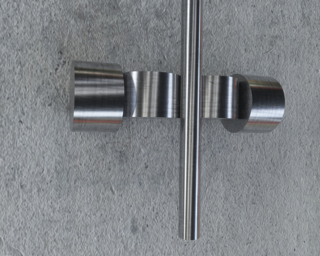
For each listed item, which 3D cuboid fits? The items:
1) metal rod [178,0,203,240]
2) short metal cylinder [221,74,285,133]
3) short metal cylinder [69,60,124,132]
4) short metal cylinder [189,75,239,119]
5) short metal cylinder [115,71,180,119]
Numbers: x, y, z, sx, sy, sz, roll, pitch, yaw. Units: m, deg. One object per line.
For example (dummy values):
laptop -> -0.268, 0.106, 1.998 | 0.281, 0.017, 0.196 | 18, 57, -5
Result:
metal rod -> 0.036, -0.024, 0.358 | 0.025, 0.025, 0.298 | 1, 90, -20
short metal cylinder -> 0.123, -0.033, 0.427 | 0.050, 0.080, 0.080 | 1, 90, -20
short metal cylinder -> -0.075, -0.035, 0.354 | 0.050, 0.080, 0.080 | 1, 90, -20
short metal cylinder -> 0.062, -0.037, 0.403 | 0.081, 0.080, 0.050 | 1, 90, -20
short metal cylinder -> -0.014, -0.037, 0.376 | 0.081, 0.080, 0.050 | 1, 90, -20
